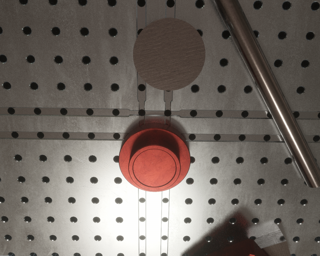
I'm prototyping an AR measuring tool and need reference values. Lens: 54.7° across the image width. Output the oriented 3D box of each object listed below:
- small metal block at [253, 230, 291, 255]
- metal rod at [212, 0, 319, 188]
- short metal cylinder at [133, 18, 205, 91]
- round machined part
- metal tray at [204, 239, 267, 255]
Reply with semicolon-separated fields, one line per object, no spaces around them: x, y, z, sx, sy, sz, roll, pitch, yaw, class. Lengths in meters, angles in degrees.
0.176;0.196;0.488;0.050;0.025;0.050;-20;109;6;small metal block
0.146;-0.042;0.400;0.025;0.025;0.299;-30;108;10;metal rod
0.010;-0.089;0.367;0.081;0.050;0.079;0;110;-1;short metal cylinder
-0.007;0.046;0.421;0.099;0.042;0.097;0;110;-1;round machined part
0.110;0.232;0.481;0.130;0.030;0.090;-33;107;25;metal tray
